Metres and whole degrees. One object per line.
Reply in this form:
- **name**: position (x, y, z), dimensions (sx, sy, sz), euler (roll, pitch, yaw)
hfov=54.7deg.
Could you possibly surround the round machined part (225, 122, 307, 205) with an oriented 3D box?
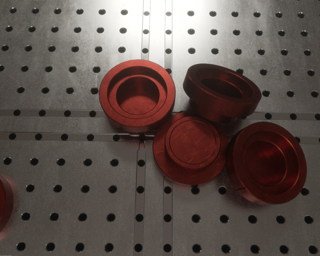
- **round machined part**: position (0.124, 0.045, 0.379), dimensions (0.099, 0.042, 0.098), euler (5, 72, -15)

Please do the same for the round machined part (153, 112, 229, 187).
- **round machined part**: position (0.040, 0.024, 0.395), dimensions (0.099, 0.042, 0.098), euler (0, 70, 0)

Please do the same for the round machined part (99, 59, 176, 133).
- **round machined part**: position (-0.029, -0.039, 0.416), dimensions (0.099, 0.042, 0.098), euler (0, 69, 0)

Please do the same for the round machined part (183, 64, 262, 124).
- **round machined part**: position (0.077, -0.042, 0.403), dimensions (0.099, 0.042, 0.098), euler (12, 35, -8)

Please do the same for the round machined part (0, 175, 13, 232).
- **round machined part**: position (-0.233, 0.092, 0.366), dimensions (0.099, 0.042, 0.098), euler (0, 70, -1)
